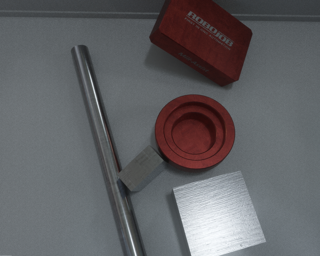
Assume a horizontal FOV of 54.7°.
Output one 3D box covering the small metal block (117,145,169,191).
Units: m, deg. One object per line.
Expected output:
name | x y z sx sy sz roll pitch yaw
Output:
small metal block | -0.019 0.050 0.373 0.050 0.050 0.025 -43 76 -2

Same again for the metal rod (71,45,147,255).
metal rod | -0.071 0.021 0.400 0.025 0.025 0.299 -17 71 -6

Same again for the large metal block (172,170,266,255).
large metal block | 0.063 0.102 0.360 0.081 0.050 0.080 -14 71 -6

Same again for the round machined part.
round machined part | 0.043 0.010 0.398 0.099 0.042 0.098 0 70 -1

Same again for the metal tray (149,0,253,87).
metal tray | 0.060 -0.127 0.423 0.131 0.030 0.090 28 70 -21
